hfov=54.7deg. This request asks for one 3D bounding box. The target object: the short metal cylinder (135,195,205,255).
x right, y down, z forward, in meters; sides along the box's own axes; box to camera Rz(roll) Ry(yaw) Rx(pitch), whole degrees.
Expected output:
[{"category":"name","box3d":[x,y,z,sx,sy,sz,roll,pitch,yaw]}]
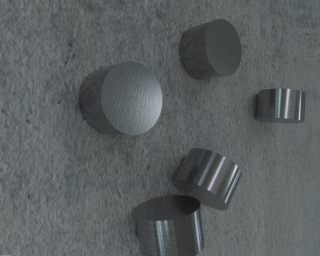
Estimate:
[{"category":"short metal cylinder","box3d":[0.013,0.121,0.382,0.081,0.080,0.050,-13,99,-40]}]

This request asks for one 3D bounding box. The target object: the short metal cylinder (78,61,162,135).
[{"category":"short metal cylinder","box3d":[-0.044,-0.032,0.353,0.081,0.050,0.079,0,90,-40]}]

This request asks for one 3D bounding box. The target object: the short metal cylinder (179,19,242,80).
[{"category":"short metal cylinder","box3d":[0.074,-0.113,0.453,0.081,0.050,0.079,0,90,-40]}]

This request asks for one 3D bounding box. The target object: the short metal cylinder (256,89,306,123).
[{"category":"short metal cylinder","box3d":[0.215,-0.038,0.553,0.081,0.080,0.050,8,85,-40]}]

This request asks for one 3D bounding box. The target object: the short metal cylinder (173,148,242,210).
[{"category":"short metal cylinder","box3d":[0.065,0.071,0.426,0.080,0.080,0.050,45,63,-31]}]
